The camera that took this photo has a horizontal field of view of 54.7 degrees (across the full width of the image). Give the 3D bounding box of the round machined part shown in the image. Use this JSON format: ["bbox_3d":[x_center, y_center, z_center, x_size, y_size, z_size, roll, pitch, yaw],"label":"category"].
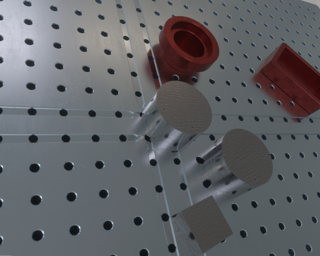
[{"bbox_3d":[0.043,-0.129,0.498,0.099,0.042,0.098,14,56,-21],"label":"round machined part"}]

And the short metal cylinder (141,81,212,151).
[{"bbox_3d":[0.022,-0.016,0.413,0.081,0.050,0.080,14,56,-21],"label":"short metal cylinder"}]

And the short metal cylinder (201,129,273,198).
[{"bbox_3d":[0.103,0.048,0.418,0.081,0.050,0.080,14,56,-21],"label":"short metal cylinder"}]

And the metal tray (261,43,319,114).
[{"bbox_3d":[0.270,-0.100,0.610,0.130,0.030,0.090,41,51,0],"label":"metal tray"}]

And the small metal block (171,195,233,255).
[{"bbox_3d":[0.050,0.114,0.365,0.050,0.025,0.050,-17,71,-35],"label":"small metal block"}]
